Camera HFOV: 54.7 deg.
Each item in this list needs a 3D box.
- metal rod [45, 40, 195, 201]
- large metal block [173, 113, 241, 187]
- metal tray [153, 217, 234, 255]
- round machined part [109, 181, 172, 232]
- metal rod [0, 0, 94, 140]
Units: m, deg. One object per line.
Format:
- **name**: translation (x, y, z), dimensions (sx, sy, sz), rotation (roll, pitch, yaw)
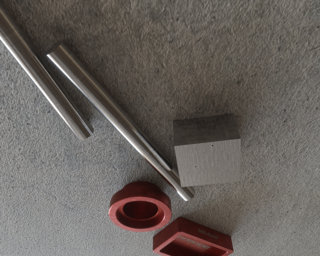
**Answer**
- **metal rod**: translation (-0.034, 0.010, 0.415), dimensions (0.025, 0.025, 0.300), rotation (-26, 126, 20)
- **large metal block**: translation (0.063, 0.031, 0.419), dimensions (0.080, 0.050, 0.080), rotation (-7, 130, 5)
- **metal tray**: translation (0.063, 0.224, 0.595), dimensions (0.131, 0.030, 0.090), rotation (27, 125, -22)
- **round machined part**: translation (-0.031, 0.123, 0.501), dimensions (0.099, 0.042, 0.097), rotation (-1, 130, 0)
- **metal rod**: translation (-0.155, -0.098, 0.321), dimensions (0.025, 0.025, 0.299), rotation (-18, 128, 14)
